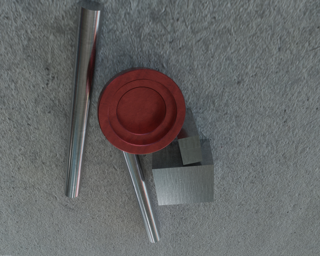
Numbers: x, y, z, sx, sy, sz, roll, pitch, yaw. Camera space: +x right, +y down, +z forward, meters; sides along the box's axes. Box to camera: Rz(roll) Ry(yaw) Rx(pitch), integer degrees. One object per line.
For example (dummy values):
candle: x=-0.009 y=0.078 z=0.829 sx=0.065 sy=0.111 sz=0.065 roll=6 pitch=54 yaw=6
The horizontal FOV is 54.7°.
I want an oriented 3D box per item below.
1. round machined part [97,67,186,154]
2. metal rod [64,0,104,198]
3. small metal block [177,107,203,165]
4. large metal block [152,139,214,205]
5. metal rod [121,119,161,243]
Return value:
round machined part: x=-0.023 y=-0.022 z=0.361 sx=0.099 sy=0.042 sz=0.097 roll=-4 pitch=107 yaw=-13
metal rod: x=-0.103 y=-0.010 z=0.397 sx=0.025 sy=0.025 sz=0.298 roll=10 pitch=129 yaw=-9
small metal block: x=0.035 y=0.011 z=0.396 sx=0.025 sy=0.050 sz=0.050 roll=-12 pitch=135 yaw=3
large metal block: x=0.034 y=0.064 z=0.446 sx=0.080 sy=0.050 sz=0.080 roll=-5 pitch=130 yaw=3
metal rod: x=-0.032 y=0.091 z=0.484 sx=0.025 sy=0.025 sz=0.298 roll=-7 pitch=130 yaw=5
